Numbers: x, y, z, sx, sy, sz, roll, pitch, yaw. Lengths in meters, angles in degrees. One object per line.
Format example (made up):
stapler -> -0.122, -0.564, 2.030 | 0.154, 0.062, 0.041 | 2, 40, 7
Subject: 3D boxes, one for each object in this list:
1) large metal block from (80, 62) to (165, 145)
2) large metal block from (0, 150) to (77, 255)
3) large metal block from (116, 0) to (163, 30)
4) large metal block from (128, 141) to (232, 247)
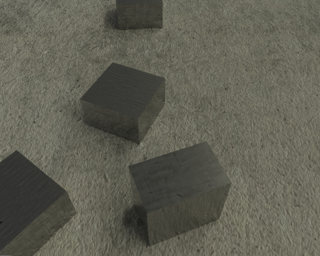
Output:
large metal block -> -0.046, -0.035, 0.416 | 0.080, 0.050, 0.080 | 19, 53, 15
large metal block -> -0.148, 0.082, 0.317 | 0.080, 0.050, 0.080 | 31, 57, 23
large metal block -> -0.039, -0.229, 0.579 | 0.081, 0.050, 0.080 | -4, 50, -4
large metal block -> 0.018, 0.067, 0.311 | 0.081, 0.080, 0.050 | -17, 52, -14
